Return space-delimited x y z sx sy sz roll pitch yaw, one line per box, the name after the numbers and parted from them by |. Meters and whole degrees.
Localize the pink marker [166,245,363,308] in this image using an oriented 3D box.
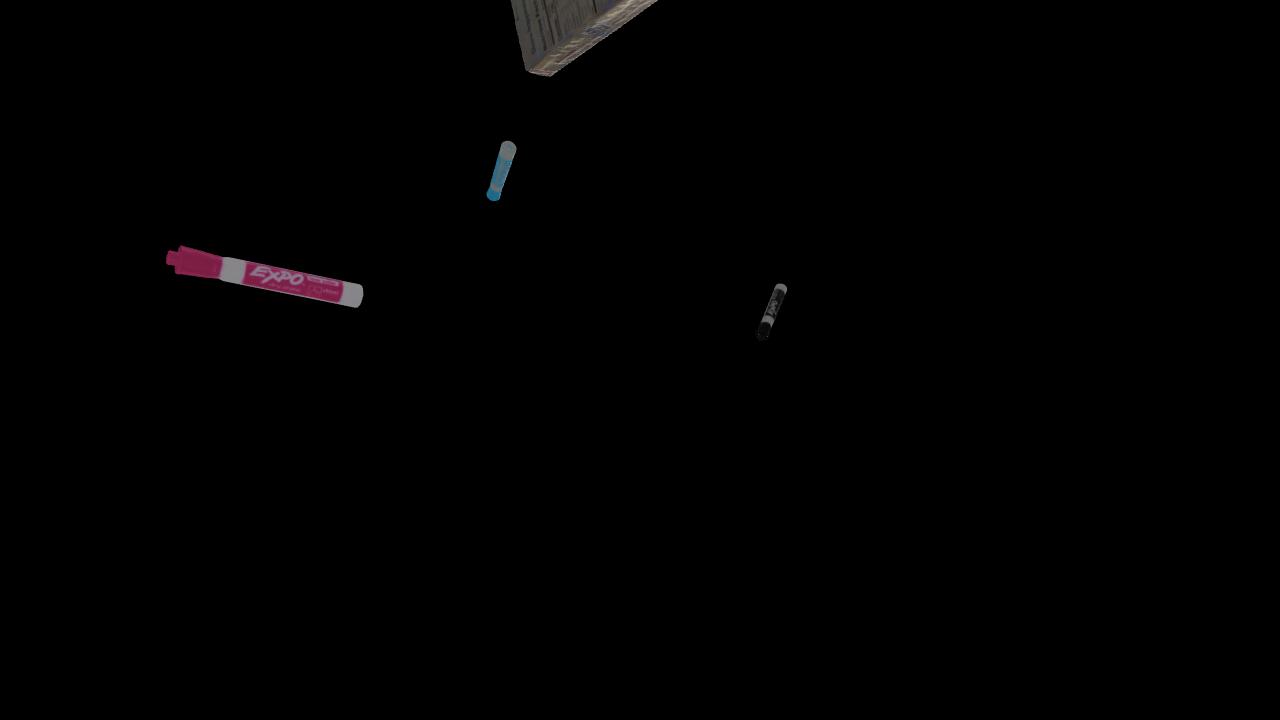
-0.261 -0.058 0.437 0.020 0.020 0.121 0 -8 44 | pink marker

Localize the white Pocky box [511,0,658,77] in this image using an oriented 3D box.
-0.029 -0.260 0.403 0.154 0.084 0.028 -10 3 43 | white Pocky box

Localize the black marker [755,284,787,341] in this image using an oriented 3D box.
0.190 -0.069 0.890 0.020 0.020 0.121 0 41 31 | black marker

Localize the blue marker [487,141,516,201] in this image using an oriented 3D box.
-0.182 -0.243 0.802 0.020 0.020 0.121 0 -16 -23 | blue marker
